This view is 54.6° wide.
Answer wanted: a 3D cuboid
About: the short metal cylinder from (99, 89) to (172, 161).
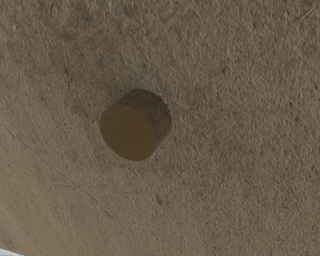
[{"bbox_3d":[-0.031,-0.004,0.405,0.080,0.050,0.080,13,124,21],"label":"short metal cylinder"}]
